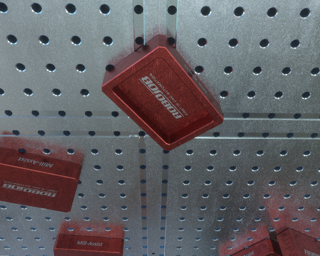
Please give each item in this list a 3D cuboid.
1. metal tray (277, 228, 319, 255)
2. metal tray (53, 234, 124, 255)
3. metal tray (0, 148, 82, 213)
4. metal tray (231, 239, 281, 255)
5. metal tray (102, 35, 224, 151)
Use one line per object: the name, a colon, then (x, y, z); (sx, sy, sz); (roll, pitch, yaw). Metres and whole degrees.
metal tray: (0.291, 0.255, 0.590); (0.131, 0.090, 0.030); (26, 125, -21)
metal tray: (-0.142, 0.256, 0.625); (0.131, 0.030, 0.089); (7, 130, -6)
metal tray: (-0.195, 0.082, 0.476); (0.131, 0.030, 0.089); (14, 129, -13)
metal tray: (0.207, 0.287, 0.656); (0.090, 0.030, 0.130); (34, 122, -26)
metal tray: (0.006, -0.036, 0.377); (0.090, 0.030, 0.130); (-30, 124, 23)
